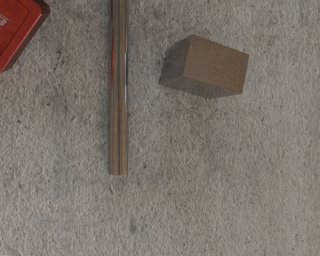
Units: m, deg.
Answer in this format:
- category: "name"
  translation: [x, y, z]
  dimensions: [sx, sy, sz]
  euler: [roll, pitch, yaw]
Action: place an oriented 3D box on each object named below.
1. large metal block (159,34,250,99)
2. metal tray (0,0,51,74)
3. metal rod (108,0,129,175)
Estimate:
- category: "large metal block"
  translation: [0.054, -0.075, 0.401]
  dimensions: [0.081, 0.080, 0.050]
  euler: [13, 86, -20]
- category: "metal tray"
  translation: [-0.193, -0.129, 0.313]
  dimensions: [0.130, 0.030, 0.090]
  euler: [38, 107, -17]
- category: "metal rod"
  translation: [-0.052, -0.092, 0.390]
  dimensions: [0.025, 0.025, 0.298]
  euler: [0, 90, -20]
